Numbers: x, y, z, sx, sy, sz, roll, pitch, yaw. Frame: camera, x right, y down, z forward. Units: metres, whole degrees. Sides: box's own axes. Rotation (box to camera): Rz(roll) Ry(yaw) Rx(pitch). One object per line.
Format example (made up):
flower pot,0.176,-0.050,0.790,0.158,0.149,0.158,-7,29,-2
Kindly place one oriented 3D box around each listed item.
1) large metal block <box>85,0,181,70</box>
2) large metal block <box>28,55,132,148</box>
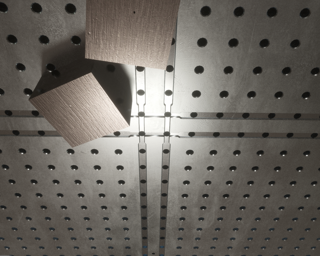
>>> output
large metal block,-0.027,-0.109,0.302,0.081,0.050,0.079,7,130,-7
large metal block,-0.089,-0.032,0.367,0.080,0.050,0.080,-20,128,16
